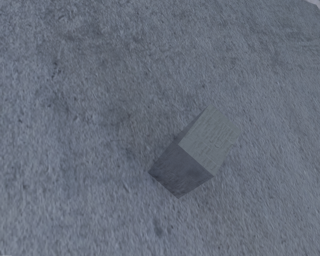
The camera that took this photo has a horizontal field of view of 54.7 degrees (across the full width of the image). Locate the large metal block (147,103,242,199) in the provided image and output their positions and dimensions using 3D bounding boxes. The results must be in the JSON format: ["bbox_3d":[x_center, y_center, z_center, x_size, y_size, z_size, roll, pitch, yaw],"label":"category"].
[{"bbox_3d":[0.041,0.029,0.375,0.050,0.080,0.080,42,51,0],"label":"large metal block"}]
